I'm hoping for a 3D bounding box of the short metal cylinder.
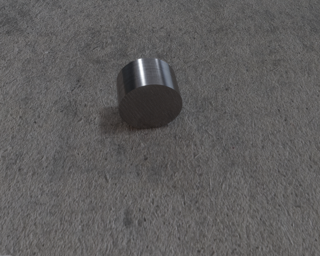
[{"bbox_3d":[-0.015,-0.044,0.404,0.080,0.080,0.050,-7,51,-5],"label":"short metal cylinder"}]
